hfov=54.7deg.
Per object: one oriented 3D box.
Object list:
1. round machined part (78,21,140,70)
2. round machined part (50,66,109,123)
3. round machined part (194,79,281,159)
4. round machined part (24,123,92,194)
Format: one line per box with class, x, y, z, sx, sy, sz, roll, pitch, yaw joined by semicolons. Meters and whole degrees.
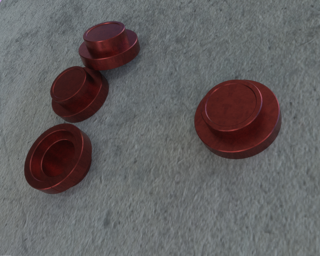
round machined part;-0.085;-0.138;0.501;0.098;0.042;0.098;-7;43;7
round machined part;-0.136;-0.061;0.499;0.098;0.042;0.098;-13;56;20
round machined part;0.086;-0.017;0.358;0.098;0.042;0.098;-13;56;20
round machined part;-0.136;0.046;0.434;0.098;0.042;0.098;-13;56;20
